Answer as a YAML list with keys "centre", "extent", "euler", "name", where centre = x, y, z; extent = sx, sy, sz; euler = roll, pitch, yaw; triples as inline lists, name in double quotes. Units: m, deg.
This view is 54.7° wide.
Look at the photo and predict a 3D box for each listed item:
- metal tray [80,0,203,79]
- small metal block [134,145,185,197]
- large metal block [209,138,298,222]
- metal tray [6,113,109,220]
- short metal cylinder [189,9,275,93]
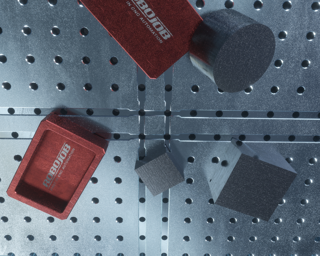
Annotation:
- centre: [-0.017, -0.134, 0.361]
  extent: [0.090, 0.030, 0.130]
  euler: [-39, 106, 13]
  name: "metal tray"
- centre: [0.000, 0.060, 0.436]
  extent: [0.050, 0.025, 0.050]
  euler: [-30, 108, 10]
  name: "small metal block"
- centre: [0.125, 0.071, 0.428]
  extent: [0.080, 0.050, 0.079]
  euler: [20, 109, -8]
  name: "large metal block"
- centre: [-0.142, 0.056, 0.429]
  extent: [0.090, 0.030, 0.129]
  euler: [29, 107, -11]
  name: "metal tray"
- centre: [0.081, -0.087, 0.351]
  extent: [0.081, 0.050, 0.079]
  euler: [-17, 133, -19]
  name: "short metal cylinder"
